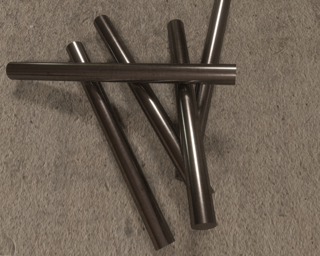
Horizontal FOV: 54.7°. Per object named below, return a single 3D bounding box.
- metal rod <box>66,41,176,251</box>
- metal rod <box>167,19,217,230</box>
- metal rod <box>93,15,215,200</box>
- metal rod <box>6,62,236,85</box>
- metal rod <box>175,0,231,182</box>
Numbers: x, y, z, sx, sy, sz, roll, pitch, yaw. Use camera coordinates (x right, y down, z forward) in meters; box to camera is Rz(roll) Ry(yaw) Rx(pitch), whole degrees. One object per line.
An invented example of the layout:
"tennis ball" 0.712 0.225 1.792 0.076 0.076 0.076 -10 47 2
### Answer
"metal rod" -0.059 0.010 0.403 0.025 0.025 0.299 -24 72 -9
"metal rod" 0.033 -0.029 0.383 0.025 0.025 0.299 -3 57 -2
"metal rod" -0.019 -0.041 0.407 0.025 0.025 0.299 -26 67 -9
"metal rod" -0.058 -0.071 0.396 0.301 0.025 0.025 3 70 13
"metal rod" 0.065 -0.072 0.435 0.025 0.025 0.299 13 70 4
